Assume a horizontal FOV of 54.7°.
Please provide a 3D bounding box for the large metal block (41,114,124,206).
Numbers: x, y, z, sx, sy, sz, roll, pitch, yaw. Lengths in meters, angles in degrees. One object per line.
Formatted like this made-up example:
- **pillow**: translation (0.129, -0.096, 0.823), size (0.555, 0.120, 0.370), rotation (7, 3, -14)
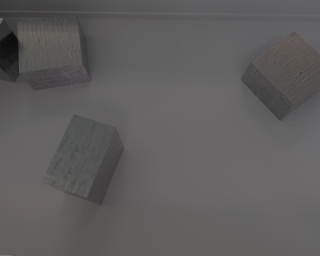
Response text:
- **large metal block**: translation (-0.084, 0.041, 0.365), size (0.050, 0.080, 0.080), rotation (18, 71, 6)

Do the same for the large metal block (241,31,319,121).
- **large metal block**: translation (0.174, -0.070, 0.423), size (0.080, 0.050, 0.080), rotation (-35, 74, -12)

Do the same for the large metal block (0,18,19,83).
- **large metal block**: translation (-0.241, -0.111, 0.419), size (0.080, 0.080, 0.050), rotation (15, 71, 5)

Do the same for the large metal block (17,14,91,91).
- **large metal block**: translation (-0.147, -0.105, 0.434), size (0.081, 0.050, 0.080), rotation (-10, 70, -4)
